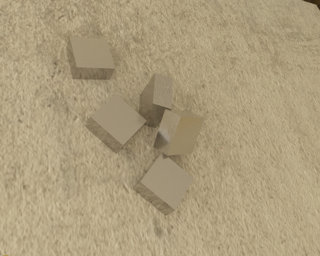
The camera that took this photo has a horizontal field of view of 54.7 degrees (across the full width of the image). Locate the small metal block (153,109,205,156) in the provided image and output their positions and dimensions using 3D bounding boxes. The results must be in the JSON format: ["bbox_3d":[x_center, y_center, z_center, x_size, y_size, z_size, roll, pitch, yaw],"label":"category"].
[{"bbox_3d":[0.024,0.005,0.388,0.025,0.050,0.050,28,17,37],"label":"small metal block"}]

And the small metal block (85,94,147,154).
[{"bbox_3d":[-0.053,-0.005,0.379,0.050,0.025,0.050,42,51,0],"label":"small metal block"}]

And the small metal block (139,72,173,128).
[{"bbox_3d":[-0.006,-0.036,0.407,0.025,0.050,0.050,16,55,-20],"label":"small metal block"}]

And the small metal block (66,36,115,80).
[{"bbox_3d":[-0.093,-0.092,0.411,0.050,0.025,0.050,-4,64,-31],"label":"small metal block"}]

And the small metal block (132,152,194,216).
[{"bbox_3d":[0.004,0.066,0.367,0.050,0.025,0.050,40,51,-2],"label":"small metal block"}]
